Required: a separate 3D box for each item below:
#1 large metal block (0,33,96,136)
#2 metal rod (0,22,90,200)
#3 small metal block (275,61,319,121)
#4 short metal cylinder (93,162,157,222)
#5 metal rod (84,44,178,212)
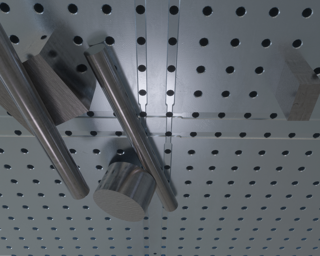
[{"bbox_3d":[-0.134,-0.047,0.354,0.080,0.050,0.080,-22,127,17],"label":"large metal block"},{"bbox_3d":[-0.135,-0.025,0.323,0.025,0.025,0.298,-9,130,7],"label":"metal rod"},{"bbox_3d":[0.159,-0.043,0.360,0.025,0.050,0.050,0,130,0],"label":"small metal block"},{"bbox_3d":[-0.051,0.095,0.460,0.080,0.050,0.080,13,138,13],"label":"short metal cylinder"},{"bbox_3d":[-0.027,0.023,0.430,0.025,0.025,0.299,-14,129,11],"label":"metal rod"}]
